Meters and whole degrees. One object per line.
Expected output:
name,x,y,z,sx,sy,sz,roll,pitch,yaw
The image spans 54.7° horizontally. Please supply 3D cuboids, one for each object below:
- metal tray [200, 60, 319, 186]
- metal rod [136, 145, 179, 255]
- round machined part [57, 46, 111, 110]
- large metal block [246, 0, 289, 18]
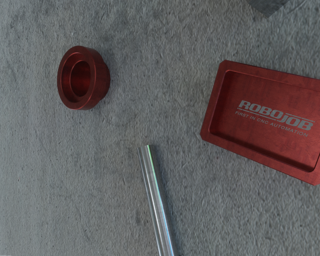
metal tray,0.111,-0.011,0.309,0.130,0.030,0.089,23,104,37
metal rod,0.013,0.169,0.392,0.025,0.025,0.299,-21,77,38
round machined part,-0.116,-0.076,0.487,0.098,0.042,0.097,0,90,39
large metal block,0.109,-0.170,0.298,0.080,0.050,0.080,-37,68,33
